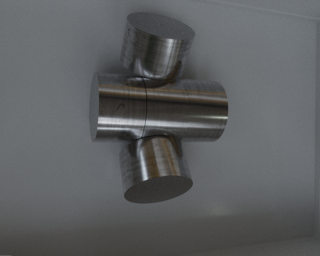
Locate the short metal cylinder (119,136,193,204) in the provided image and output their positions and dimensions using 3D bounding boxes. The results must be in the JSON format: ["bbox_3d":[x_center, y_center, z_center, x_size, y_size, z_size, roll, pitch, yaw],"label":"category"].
[{"bbox_3d":[-0.006,0.052,0.370,0.081,0.080,0.050,0,56,-20],"label":"short metal cylinder"}]

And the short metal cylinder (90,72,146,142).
[{"bbox_3d":[-0.052,-0.023,0.361,0.050,0.080,0.080,1,90,-20],"label":"short metal cylinder"}]

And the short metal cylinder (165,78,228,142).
[{"bbox_3d":[0.044,-0.022,0.396,0.050,0.080,0.080,1,90,-20],"label":"short metal cylinder"}]

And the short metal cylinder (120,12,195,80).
[{"bbox_3d":[-0.004,-0.099,0.370,0.081,0.080,0.050,2,127,-20],"label":"short metal cylinder"}]

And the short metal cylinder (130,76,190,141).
[{"bbox_3d":[-0.004,-0.022,0.378,0.050,0.080,0.080,1,90,-20],"label":"short metal cylinder"}]
